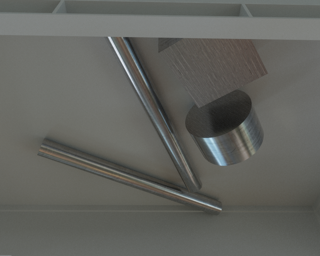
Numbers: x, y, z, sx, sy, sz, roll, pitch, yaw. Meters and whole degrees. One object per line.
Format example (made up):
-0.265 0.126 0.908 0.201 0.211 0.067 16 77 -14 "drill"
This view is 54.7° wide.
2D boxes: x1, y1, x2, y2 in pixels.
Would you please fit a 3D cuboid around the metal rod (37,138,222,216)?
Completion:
-0.033 0.081 0.477 0.302 0.025 0.025 23 126 -19 "metal rod"

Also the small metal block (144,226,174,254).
-0.003 0.216 0.596 0.050 0.025 0.050 6 130 -6 "small metal block"

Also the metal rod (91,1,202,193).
-0.001 -0.014 0.396 0.025 0.025 0.299 -17 129 14 "metal rod"

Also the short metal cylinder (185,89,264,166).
0.078 -0.002 0.373 0.080 0.080 0.050 -21 127 17 "short metal cylinder"

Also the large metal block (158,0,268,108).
0.054 -0.080 0.326 0.080 0.050 0.080 -27 126 20 "large metal block"
